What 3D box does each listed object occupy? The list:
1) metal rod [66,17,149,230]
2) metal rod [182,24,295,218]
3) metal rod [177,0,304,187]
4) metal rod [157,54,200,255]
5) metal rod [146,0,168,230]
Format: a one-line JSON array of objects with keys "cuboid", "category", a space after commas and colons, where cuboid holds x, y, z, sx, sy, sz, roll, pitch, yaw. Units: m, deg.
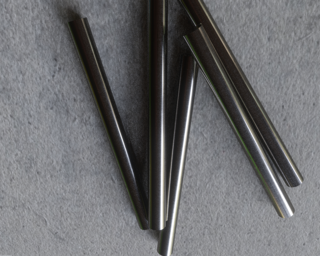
[{"cuboid": [-0.058, 0.009, 0.412, 0.025, 0.025, 0.298, -15, 110, 5], "category": "metal rod"}, {"cuboid": [0.111, 0.007, 0.402, 0.025, 0.025, 0.299, -29, 112, 10], "category": "metal rod"}, {"cuboid": [0.109, -0.041, 0.396, 0.025, 0.025, 0.299, -32, 108, 11], "category": "metal rod"}, {"cuboid": [0.022, 0.050, 0.428, 0.025, 0.025, 0.298, 5, 110, -2], "category": "metal rod"}, {"cuboid": [-0.004, -0.005, 0.398, 0.025, 0.025, 0.298, 0, 107, -1], "category": "metal rod"}]
